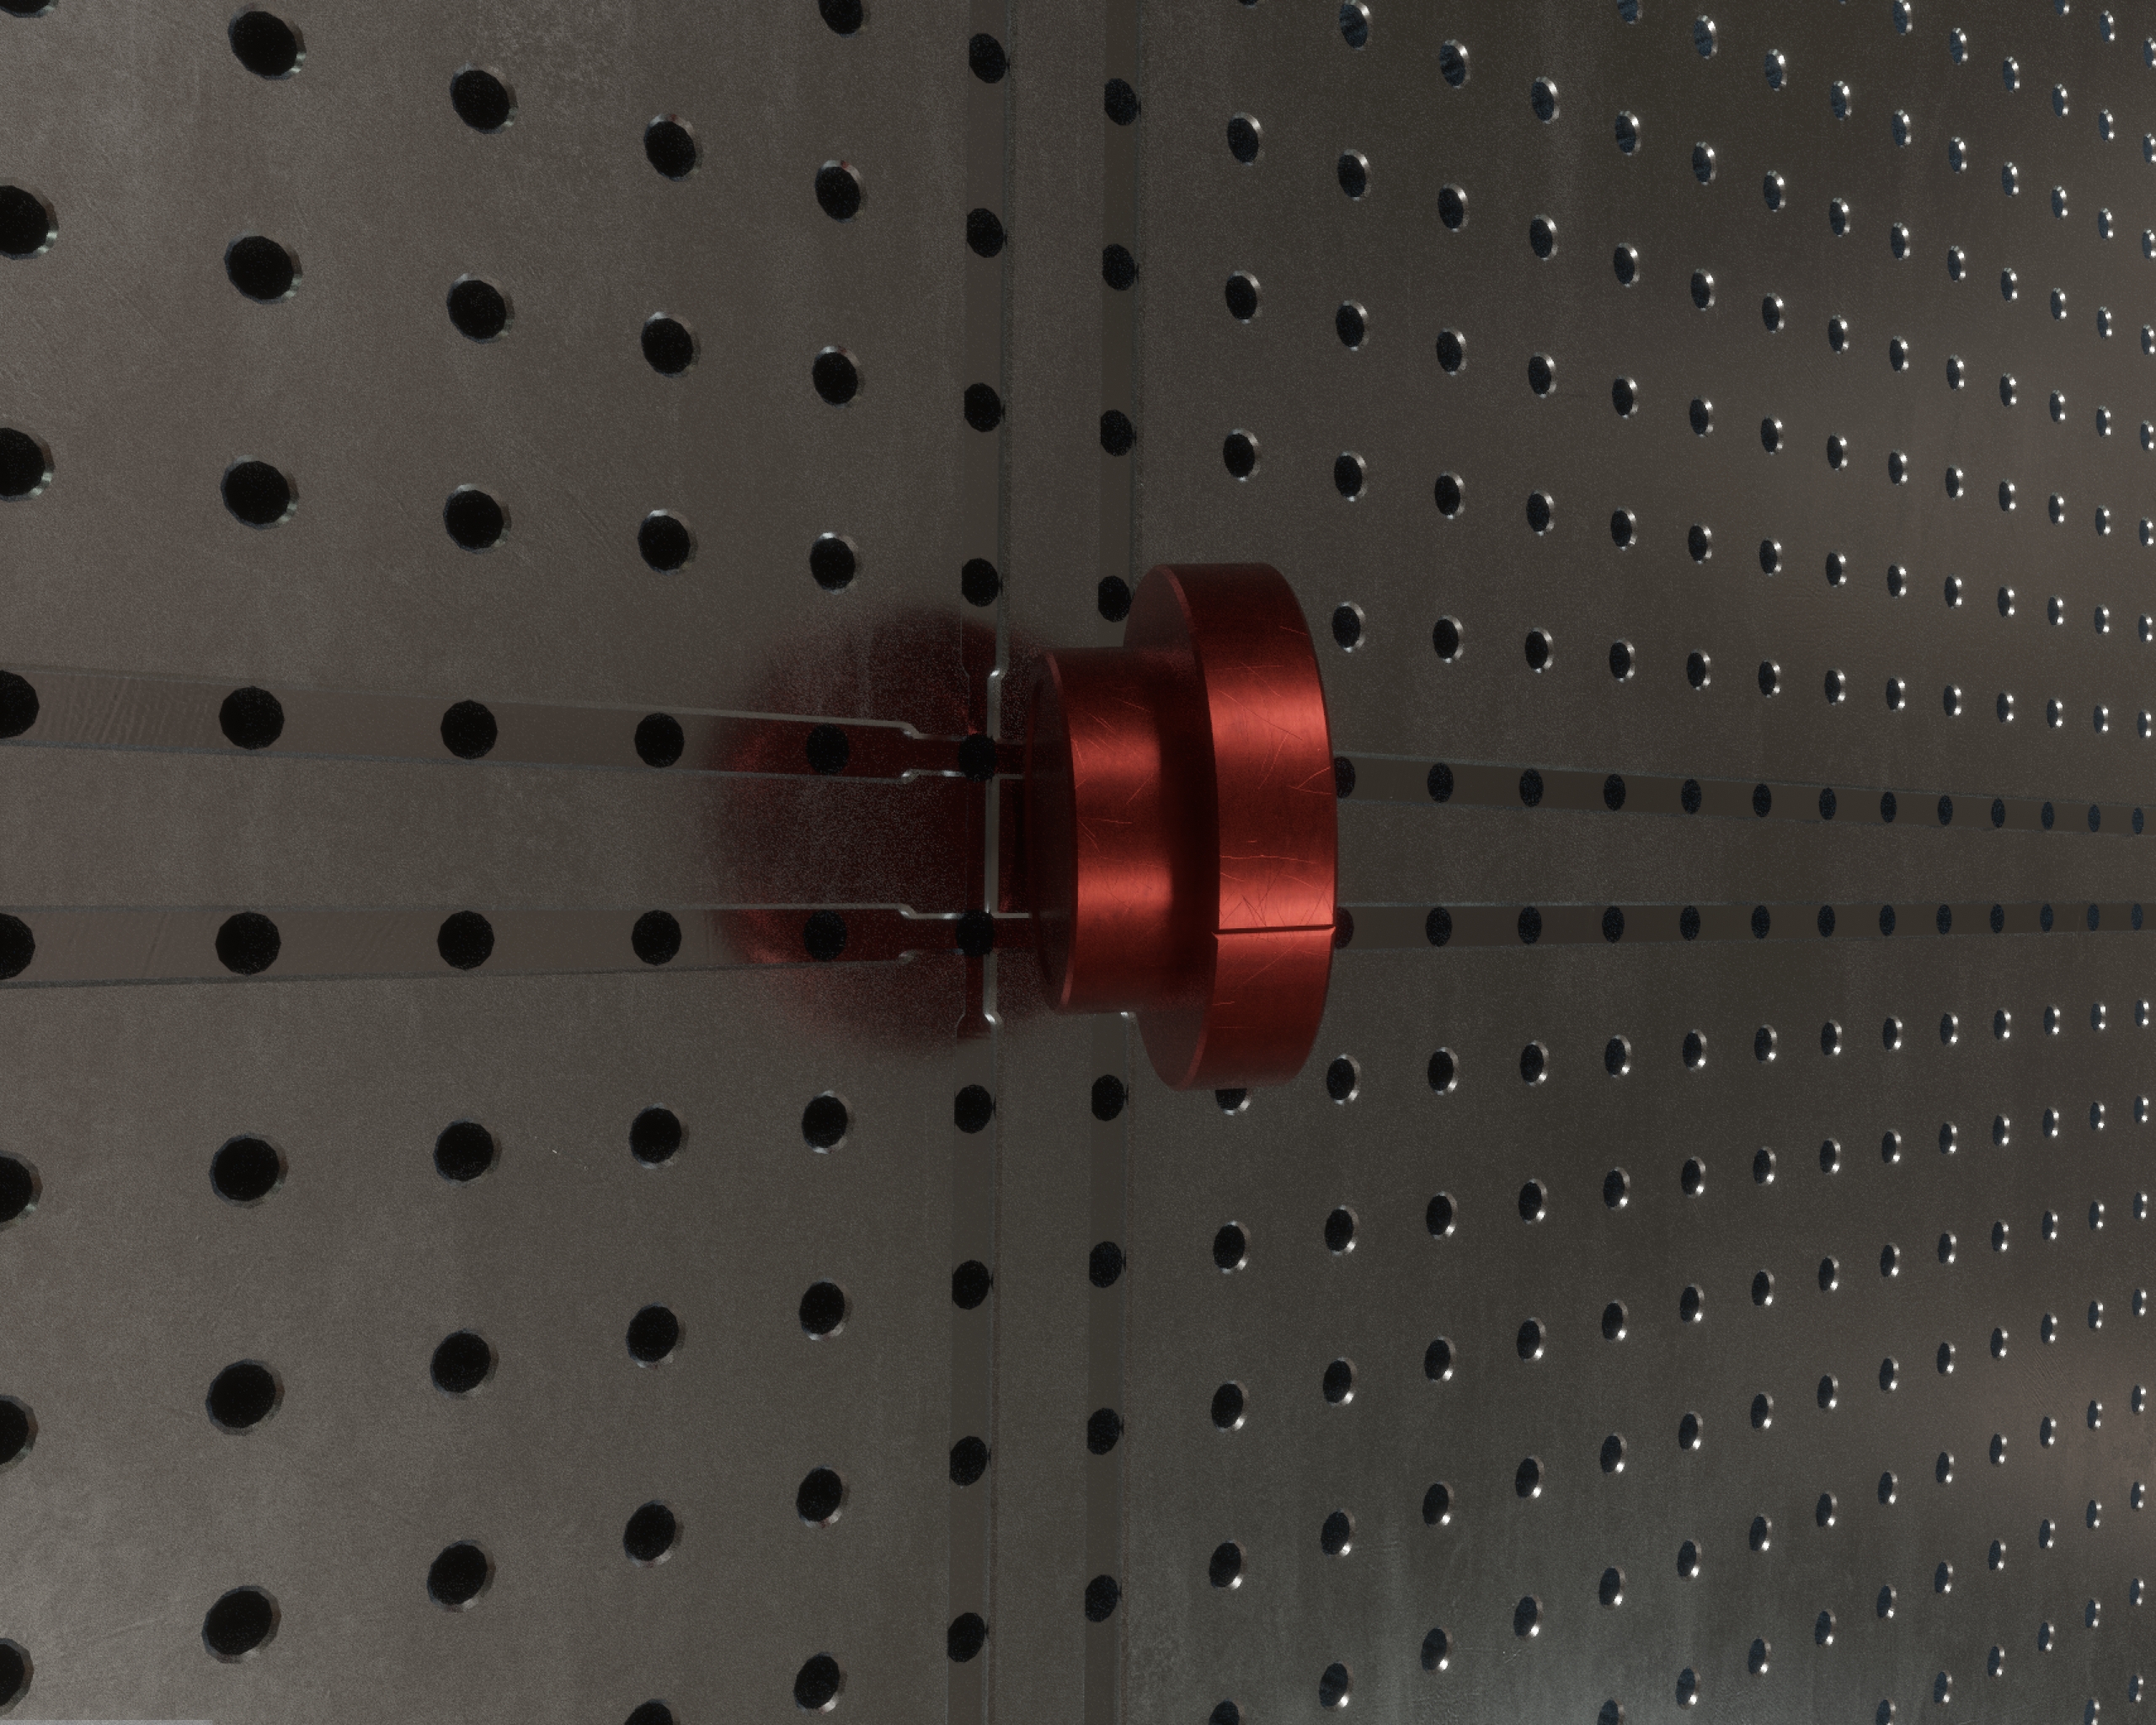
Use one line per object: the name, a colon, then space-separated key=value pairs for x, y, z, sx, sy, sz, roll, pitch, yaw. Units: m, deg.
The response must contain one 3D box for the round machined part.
round machined part: x=0.015 y=-0.006 z=0.387 sx=0.042 sy=0.098 sz=0.097 roll=-2 pitch=92 yaw=-9
